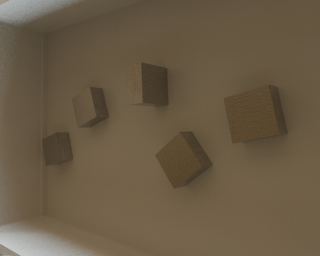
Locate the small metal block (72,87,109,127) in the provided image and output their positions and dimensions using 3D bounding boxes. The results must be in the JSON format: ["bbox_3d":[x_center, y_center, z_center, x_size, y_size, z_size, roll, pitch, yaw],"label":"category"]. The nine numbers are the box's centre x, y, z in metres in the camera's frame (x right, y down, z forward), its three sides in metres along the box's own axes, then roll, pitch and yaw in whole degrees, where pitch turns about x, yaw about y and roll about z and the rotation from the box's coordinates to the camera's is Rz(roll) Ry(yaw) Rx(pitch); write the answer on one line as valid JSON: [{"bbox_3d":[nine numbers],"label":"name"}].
[{"bbox_3d":[-0.113,-0.033,0.501,0.050,0.025,0.050,-24,75,37],"label":"small metal block"}]

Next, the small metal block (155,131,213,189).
[{"bbox_3d":[0.029,0.039,0.383,0.050,0.025,0.050,-45,63,30],"label":"small metal block"}]

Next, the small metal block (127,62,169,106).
[{"bbox_3d":[-0.015,-0.055,0.403,0.025,0.050,0.050,-3,88,40],"label":"small metal block"}]

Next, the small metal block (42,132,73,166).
[{"bbox_3d":[-0.186,0.038,0.561,0.050,0.025,0.050,-20,77,38],"label":"small metal block"}]

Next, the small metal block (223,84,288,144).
[{"bbox_3d":[0.100,-0.013,0.325,0.050,0.025,0.050,-16,80,39],"label":"small metal block"}]
